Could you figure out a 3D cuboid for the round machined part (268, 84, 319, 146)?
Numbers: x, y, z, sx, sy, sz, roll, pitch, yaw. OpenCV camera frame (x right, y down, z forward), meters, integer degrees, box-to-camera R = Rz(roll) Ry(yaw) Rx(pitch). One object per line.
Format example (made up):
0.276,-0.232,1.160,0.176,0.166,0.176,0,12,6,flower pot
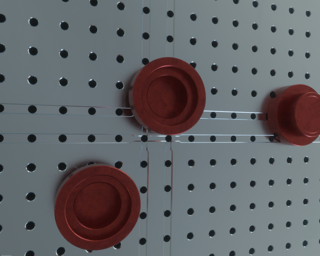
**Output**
0.222,-0.020,0.485,0.099,0.042,0.097,0,90,-20,round machined part

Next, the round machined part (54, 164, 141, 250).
-0.076,0.092,0.375,0.099,0.042,0.097,0,90,-20,round machined part

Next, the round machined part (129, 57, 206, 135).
0.007,-0.040,0.406,0.099,0.042,0.097,0,90,-20,round machined part
